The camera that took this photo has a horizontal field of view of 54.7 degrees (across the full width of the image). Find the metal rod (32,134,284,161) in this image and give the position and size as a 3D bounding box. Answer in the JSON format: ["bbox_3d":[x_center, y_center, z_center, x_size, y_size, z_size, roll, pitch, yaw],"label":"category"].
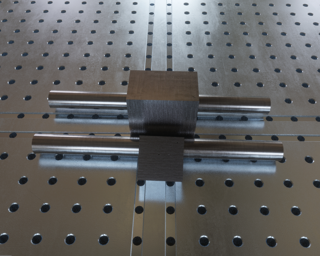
[{"bbox_3d":[-0.003,0.024,0.383,0.302,0.025,0.025,2,50,1],"label":"metal rod"}]

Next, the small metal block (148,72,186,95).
[{"bbox_3d":[0.009,-0.064,0.442,0.050,0.025,0.050,1,16,0],"label":"small metal block"}]

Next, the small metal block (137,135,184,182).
[{"bbox_3d":[0.001,0.035,0.358,0.050,0.025,0.050,2,87,1],"label":"small metal block"}]

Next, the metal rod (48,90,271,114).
[{"bbox_3d":[-0.001,-0.036,0.432,0.302,0.025,0.025,2,50,1],"label":"metal rod"}]

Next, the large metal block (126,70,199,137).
[{"bbox_3d":[0.004,-0.024,0.386,0.081,0.080,0.050,1,50,1],"label":"large metal block"}]
